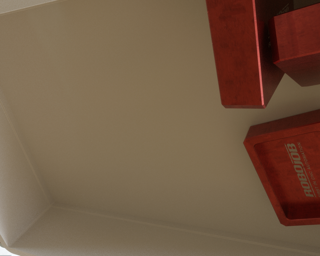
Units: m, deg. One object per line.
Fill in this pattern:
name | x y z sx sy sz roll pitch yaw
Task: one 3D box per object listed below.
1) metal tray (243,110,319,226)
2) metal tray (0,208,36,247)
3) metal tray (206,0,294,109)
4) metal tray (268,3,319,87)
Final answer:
metal tray | 0.162 0.050 0.350 0.090 0.030 0.130 -17 110 34
metal tray | -0.372 0.240 0.752 0.130 0.030 0.090 -7 115 31
metal tray | 0.080 -0.082 0.247 0.030 0.131 0.089 3 120 32
metal tray | 0.142 -0.061 0.229 0.090 0.131 0.030 -8 85 32
